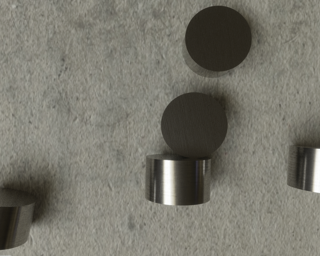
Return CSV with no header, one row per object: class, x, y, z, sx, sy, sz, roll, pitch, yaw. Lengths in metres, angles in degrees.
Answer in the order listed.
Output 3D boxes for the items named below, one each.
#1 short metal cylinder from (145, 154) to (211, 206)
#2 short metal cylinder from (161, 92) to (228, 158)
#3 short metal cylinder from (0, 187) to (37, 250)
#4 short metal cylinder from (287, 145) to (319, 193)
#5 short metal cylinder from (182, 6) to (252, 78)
short metal cylinder,0.022,0.061,0.383,0.081,0.080,0.050,1,91,-1
short metal cylinder,0.041,-0.003,0.398,0.081,0.050,0.079,0,90,-1
short metal cylinder,-0.199,0.108,0.380,0.080,0.080,0.050,12,90,-1
short metal cylinder,0.203,0.050,0.385,0.081,0.080,0.050,4,90,-1
short metal cylinder,0.071,-0.108,0.398,0.081,0.050,0.079,0,90,-1
